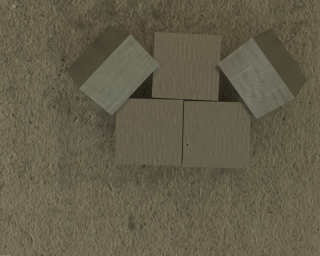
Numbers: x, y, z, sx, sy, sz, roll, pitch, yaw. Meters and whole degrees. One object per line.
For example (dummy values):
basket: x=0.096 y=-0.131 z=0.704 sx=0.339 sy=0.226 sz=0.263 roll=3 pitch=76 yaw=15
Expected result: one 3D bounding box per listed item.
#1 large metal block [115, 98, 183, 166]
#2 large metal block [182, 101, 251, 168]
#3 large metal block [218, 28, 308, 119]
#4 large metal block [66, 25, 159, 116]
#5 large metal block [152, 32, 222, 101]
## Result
large metal block: x=-0.013 y=0.004 z=0.398 sx=0.081 sy=0.050 sz=0.079 roll=1 pitch=90 yaw=-1
large metal block: x=0.068 y=0.008 z=0.398 sx=0.081 sy=0.050 sz=0.079 roll=1 pitch=90 yaw=-1
large metal block: x=0.128 y=-0.069 z=0.379 sx=0.050 sy=0.080 sz=0.080 roll=-35 pitch=90 yaw=40
large metal block: x=-0.060 y=-0.073 z=0.376 sx=0.080 sy=0.080 sz=0.050 roll=-47 pitch=125 yaw=0
large metal block: x=0.032 y=-0.075 z=0.399 sx=0.081 sy=0.050 sz=0.079 roll=3 pitch=90 yaw=-1
